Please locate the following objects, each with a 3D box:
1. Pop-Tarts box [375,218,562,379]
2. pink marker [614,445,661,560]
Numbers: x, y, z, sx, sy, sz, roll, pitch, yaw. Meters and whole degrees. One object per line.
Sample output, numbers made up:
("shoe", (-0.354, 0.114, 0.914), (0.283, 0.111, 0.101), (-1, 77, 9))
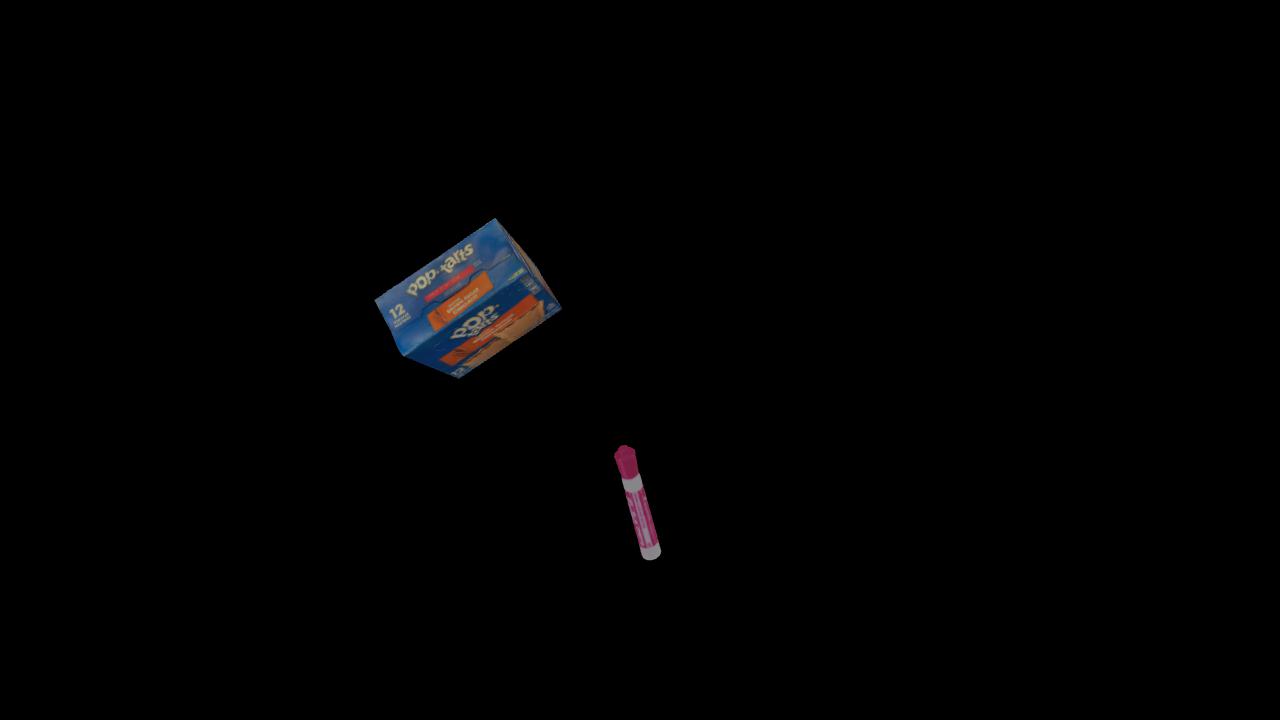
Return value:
("Pop-Tarts box", (-0.198, -0.066, 0.742), (0.167, 0.083, 0.141), (-34, -16, 0))
("pink marker", (-0.002, 0.128, 0.552), (0.020, 0.121, 0.020), (-11, 25, 5))
